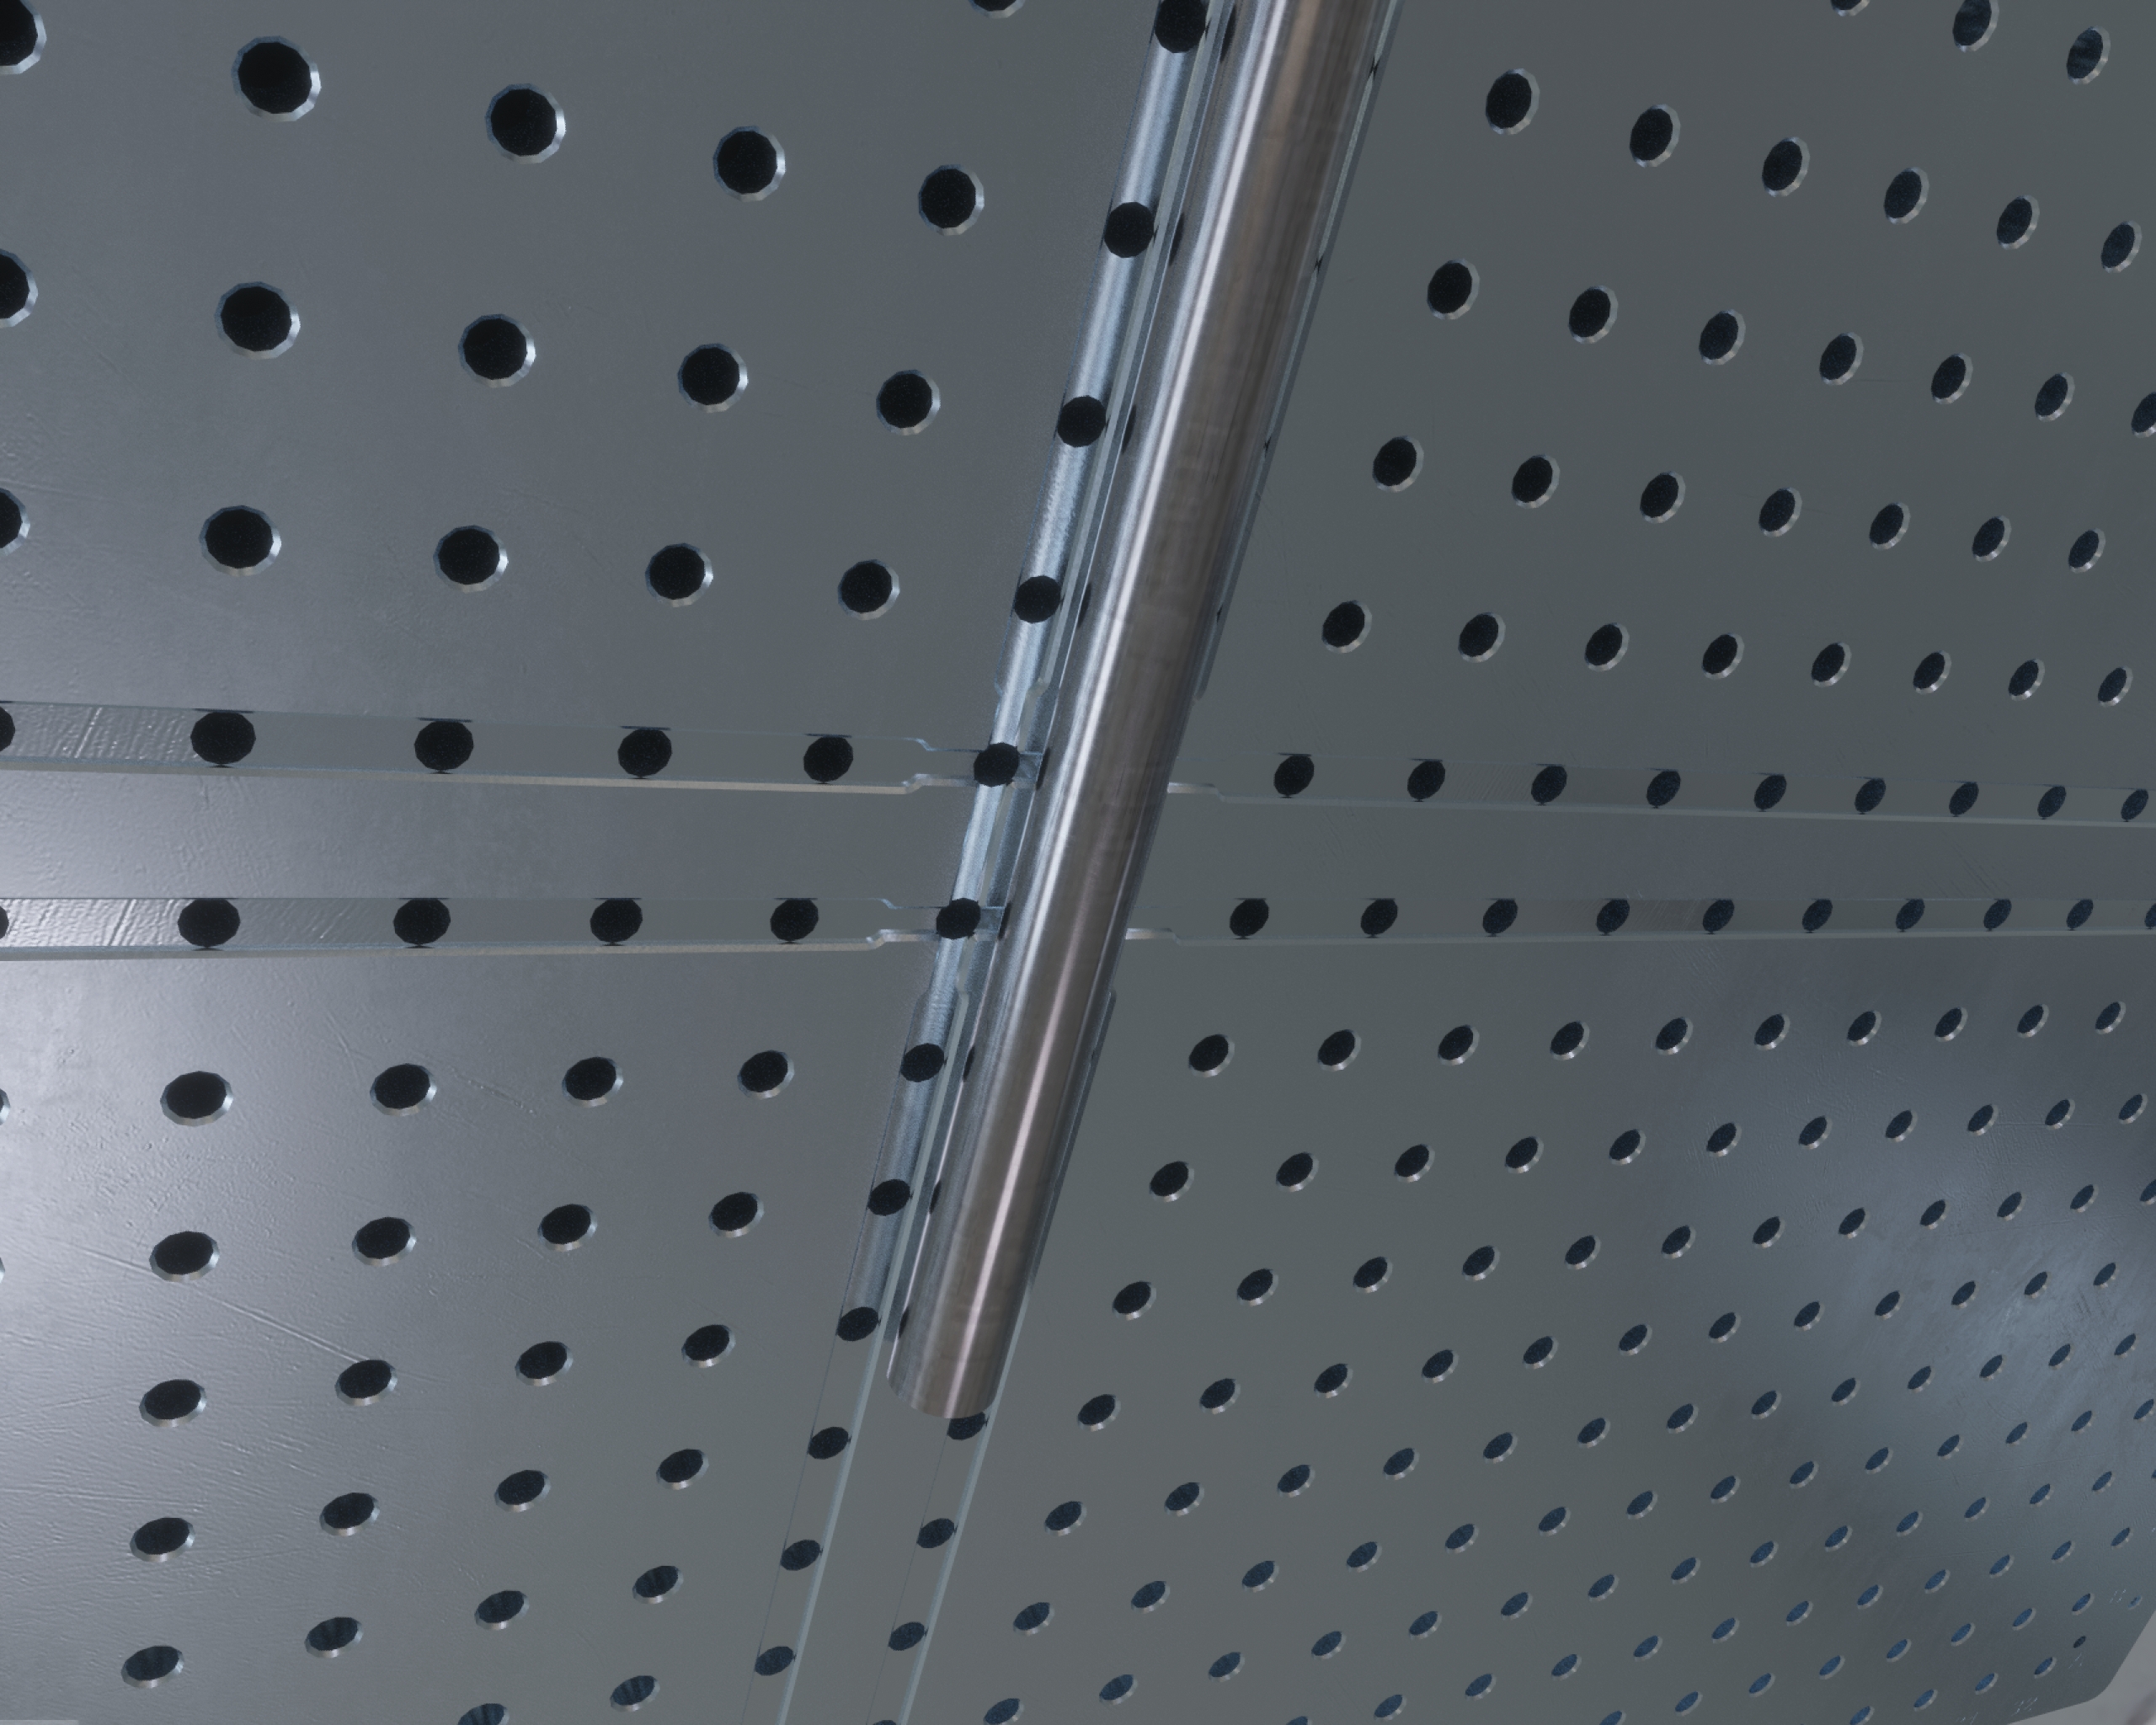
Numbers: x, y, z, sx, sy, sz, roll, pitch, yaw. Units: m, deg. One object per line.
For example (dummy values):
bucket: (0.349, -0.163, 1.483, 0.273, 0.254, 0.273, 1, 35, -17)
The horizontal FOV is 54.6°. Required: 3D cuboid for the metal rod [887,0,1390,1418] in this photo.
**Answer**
metal rod: (0.005, -0.015, 0.404, 0.025, 0.025, 0.298, 0, 118, -29)
